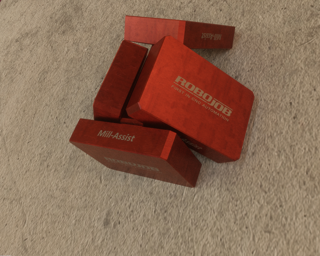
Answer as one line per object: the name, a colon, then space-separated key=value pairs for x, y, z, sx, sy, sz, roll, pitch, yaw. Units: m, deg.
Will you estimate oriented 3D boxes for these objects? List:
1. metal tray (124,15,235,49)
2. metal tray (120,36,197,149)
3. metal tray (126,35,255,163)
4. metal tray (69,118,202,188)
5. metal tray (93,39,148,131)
metal tray: x=0.029 y=-0.125 z=0.406 sx=0.090 sy=0.131 sz=0.030 roll=19 pitch=113 yaw=35
metal tray: x=0.008 y=-0.041 z=0.383 sx=0.030 sy=0.090 sz=0.130 roll=7 pitch=65 yaw=31
metal tray: x=0.039 y=-0.028 z=0.337 sx=0.030 sy=0.131 sz=0.090 roll=-20 pitch=46 yaw=59
metal tray: x=-0.028 y=0.029 z=0.358 sx=0.130 sy=0.090 sz=0.030 roll=7 pitch=66 yaw=31
metal tray: x=-0.052 y=-0.037 z=0.391 sx=0.030 sy=0.130 sz=0.090 roll=21 pitch=69 yaw=-3
